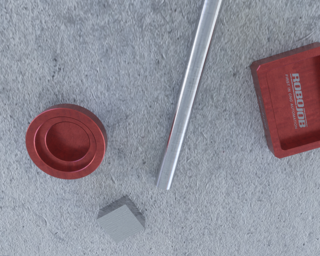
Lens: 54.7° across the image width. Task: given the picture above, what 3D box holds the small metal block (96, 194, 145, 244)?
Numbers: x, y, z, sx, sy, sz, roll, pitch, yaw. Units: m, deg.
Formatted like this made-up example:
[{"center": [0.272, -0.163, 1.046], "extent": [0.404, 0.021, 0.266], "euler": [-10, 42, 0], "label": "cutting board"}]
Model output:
[{"center": [-0.057, 0.135, 0.459], "extent": [0.050, 0.025, 0.050], "euler": [-30, 108, 10], "label": "small metal block"}]

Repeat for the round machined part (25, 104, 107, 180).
[{"center": [-0.118, 0.015, 0.405], "extent": [0.099, 0.042, 0.097], "euler": [0, 110, -1], "label": "round machined part"}]

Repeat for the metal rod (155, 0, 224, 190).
[{"center": [0.038, -0.056, 0.389], "extent": [0.025, 0.025, 0.298], "euler": [12, 110, -5], "label": "metal rod"}]

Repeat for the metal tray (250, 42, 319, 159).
[{"center": [0.176, -0.033, 0.397], "extent": [0.090, 0.030, 0.129], "euler": [-17, 110, 5], "label": "metal tray"}]
